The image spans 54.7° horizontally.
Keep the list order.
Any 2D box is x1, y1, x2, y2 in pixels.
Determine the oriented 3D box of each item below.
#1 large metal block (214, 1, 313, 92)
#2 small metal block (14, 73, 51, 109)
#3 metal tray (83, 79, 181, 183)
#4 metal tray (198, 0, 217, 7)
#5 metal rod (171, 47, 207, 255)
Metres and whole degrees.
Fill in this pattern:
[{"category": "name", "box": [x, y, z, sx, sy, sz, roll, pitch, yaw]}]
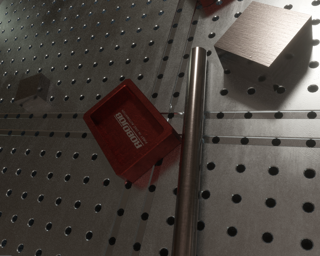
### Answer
[{"category": "large metal block", "box": [0.129, -0.103, 0.387, 0.080, 0.050, 0.080, 35, 81, 38]}, {"category": "small metal block", "box": [-0.234, -0.069, 0.570, 0.050, 0.025, 0.050, -14, 56, 19]}, {"category": "metal tray", "box": [-0.043, -0.001, 0.426, 0.090, 0.030, 0.130, -40, 51, 0]}, {"category": "metal tray", "box": [0.083, -0.270, 0.525, 0.090, 0.030, 0.130, -30, 52, 8]}, {"category": "metal rod", "box": [0.038, 0.023, 0.373, 0.025, 0.025, 0.299, -7, 59, 24]}]
